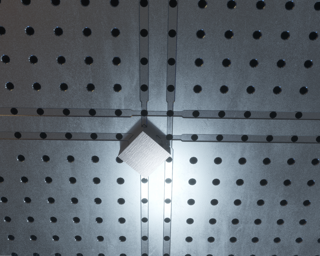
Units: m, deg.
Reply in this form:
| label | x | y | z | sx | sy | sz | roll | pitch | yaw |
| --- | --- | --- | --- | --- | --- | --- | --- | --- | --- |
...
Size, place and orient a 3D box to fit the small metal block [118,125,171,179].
| label | x | y | z | sx | sy | sz | roll | pitch | yaw |
| --- | --- | --- | --- | --- | --- | --- | --- | --- | --- |
| small metal block | -0.021 | 0.033 | 0.425 | 0.050 | 0.025 | 0.050 | 41 | 105 | -14 |
